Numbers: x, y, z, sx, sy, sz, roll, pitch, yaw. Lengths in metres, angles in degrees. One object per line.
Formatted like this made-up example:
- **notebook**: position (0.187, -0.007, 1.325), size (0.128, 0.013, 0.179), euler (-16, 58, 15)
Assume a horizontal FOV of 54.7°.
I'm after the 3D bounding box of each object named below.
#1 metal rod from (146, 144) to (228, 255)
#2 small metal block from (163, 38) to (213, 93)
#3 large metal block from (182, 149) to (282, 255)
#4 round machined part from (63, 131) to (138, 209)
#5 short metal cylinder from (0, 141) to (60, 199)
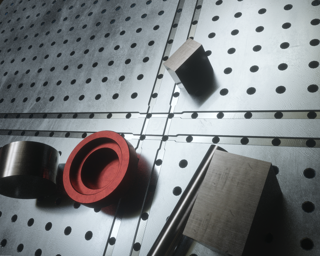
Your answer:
- **metal rod**: position (-0.009, 0.149, 0.320), size (0.025, 0.025, 0.300), euler (23, 73, 36)
- **small metal block**: position (0.039, -0.084, 0.422), size (0.050, 0.050, 0.025), euler (-46, 51, -4)
- **large metal block**: position (0.072, 0.077, 0.287), size (0.050, 0.080, 0.080), euler (13, 68, 33)
- **round machined part**: position (-0.071, 0.056, 0.399), size (0.098, 0.042, 0.098), euler (-13, 56, 20)
- **short metal cylinder**: position (-0.183, 0.060, 0.430), size (0.080, 0.080, 0.050), euler (-19, 55, 17)
